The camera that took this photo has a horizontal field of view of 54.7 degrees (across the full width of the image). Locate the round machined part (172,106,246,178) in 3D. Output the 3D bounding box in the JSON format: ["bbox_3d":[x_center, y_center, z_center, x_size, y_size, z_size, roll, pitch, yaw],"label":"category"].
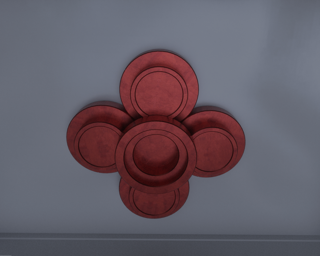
[{"bbox_3d":[0.064,0.023,0.409,0.099,0.042,0.097,0,110,0],"label":"round machined part"}]

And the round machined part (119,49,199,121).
[{"bbox_3d":[-0.001,-0.046,0.382,0.099,0.042,0.097,0,110,0],"label":"round machined part"}]

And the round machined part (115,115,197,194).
[{"bbox_3d":[-0.005,0.030,0.389,0.099,0.042,0.097,0,110,0],"label":"round machined part"}]

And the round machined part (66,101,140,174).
[{"bbox_3d":[-0.073,0.017,0.405,0.099,0.042,0.097,0,110,0],"label":"round machined part"}]

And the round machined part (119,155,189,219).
[{"bbox_3d":[-0.008,0.086,0.431,0.099,0.042,0.097,-1,109,-1],"label":"round machined part"}]
